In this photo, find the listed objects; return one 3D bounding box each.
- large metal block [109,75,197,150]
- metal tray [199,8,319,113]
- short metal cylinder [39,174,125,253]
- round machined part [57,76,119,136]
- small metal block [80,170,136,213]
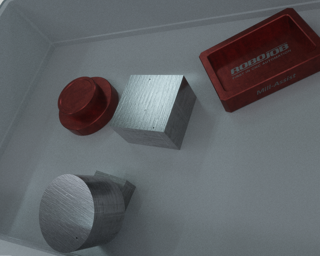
[{"bbox_3d":[-0.007,-0.022,0.406,0.080,0.050,0.080,6,65,30],"label":"large metal block"},{"bbox_3d":[0.125,-0.086,0.388,0.130,0.030,0.090,-26,53,11],"label":"metal tray"},{"bbox_3d":[-0.087,0.093,0.345,0.080,0.050,0.080,-7,77,29],"label":"short metal cylinder"},{"bbox_3d":[-0.117,-0.040,0.479,0.098,0.042,0.098,-13,56,20],"label":"round machined part"},{"bbox_3d":[-0.066,0.086,0.386,0.050,0.025,0.050,11,66,32],"label":"small metal block"}]
